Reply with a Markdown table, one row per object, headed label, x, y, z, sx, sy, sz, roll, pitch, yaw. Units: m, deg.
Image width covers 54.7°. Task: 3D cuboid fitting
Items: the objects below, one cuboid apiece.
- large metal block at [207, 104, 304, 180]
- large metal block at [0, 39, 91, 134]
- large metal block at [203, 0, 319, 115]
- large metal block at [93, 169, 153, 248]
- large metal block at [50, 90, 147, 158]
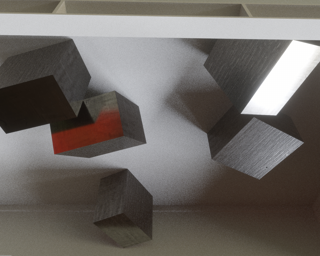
| label | x | y | z | sx | sy | sz | roll | pitch | yaw |
| --- | --- | --- | --- | --- | --- | --- | --- | --- | --- |
| large metal block | 0.121 | 0.013 | 0.406 | 0.080 | 0.050 | 0.080 | 24 | 126 | -20 |
| large metal block | -0.128 | -0.046 | 0.331 | 0.080 | 0.080 | 0.050 | -12 | 128 | 10 |
| large metal block | 0.099 | -0.069 | 0.307 | 0.050 | 0.080 | 0.079 | 1 | 134 | -31 |
| large metal block | -0.053 | 0.124 | 0.478 | 0.050 | 0.080 | 0.080 | -23 | 127 | 18 |
| large metal block | -0.070 | 0.000 | 0.366 | 0.080 | 0.050 | 0.080 | -15 | 168 | 12 |
